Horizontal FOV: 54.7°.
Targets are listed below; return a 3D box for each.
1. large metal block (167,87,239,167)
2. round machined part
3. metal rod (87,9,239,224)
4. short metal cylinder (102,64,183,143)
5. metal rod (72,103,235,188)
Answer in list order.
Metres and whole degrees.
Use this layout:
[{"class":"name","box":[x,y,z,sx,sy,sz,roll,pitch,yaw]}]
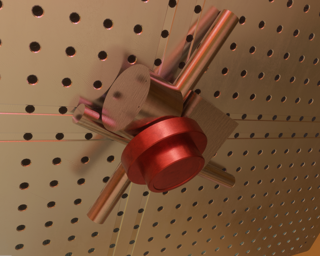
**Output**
[{"class":"large metal block","box":[0.044,-0.001,0.416,0.080,0.050,0.080,29,102,-38]},{"class":"round machined part","box":[0.010,0.036,0.345,0.099,0.042,0.098,-21,148,-14]},{"class":"metal rod","box":[0.002,-0.012,0.381,0.025,0.025,0.299,32,93,-39]},{"class":"short metal cylinder","box":[-0.021,-0.024,0.350,0.050,0.080,0.080,28,103,-38]},{"class":"metal rod","box":[0.014,0.038,0.443,0.301,0.025,0.025,27,103,-38]}]
